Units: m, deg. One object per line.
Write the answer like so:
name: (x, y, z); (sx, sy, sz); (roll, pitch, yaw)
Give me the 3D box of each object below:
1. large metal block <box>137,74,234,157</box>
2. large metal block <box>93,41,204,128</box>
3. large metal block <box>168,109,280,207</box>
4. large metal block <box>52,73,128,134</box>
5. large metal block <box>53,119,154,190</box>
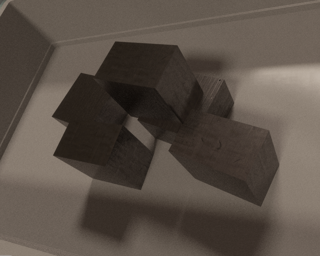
large metal block: (0.033, -0.021, 0.384); (0.080, 0.050, 0.080); (19, 72, 35)
large metal block: (-0.010, -0.046, 0.339); (0.080, 0.080, 0.050); (14, 69, 33)
large metal block: (0.068, 0.031, 0.315); (0.080, 0.080, 0.050); (19, 72, 35)
large metal block: (-0.096, -0.029, 0.456); (0.080, 0.050, 0.080); (17, 70, 34)
large metal block: (-0.067, 0.033, 0.384); (0.080, 0.080, 0.050); (7, 65, 31)
